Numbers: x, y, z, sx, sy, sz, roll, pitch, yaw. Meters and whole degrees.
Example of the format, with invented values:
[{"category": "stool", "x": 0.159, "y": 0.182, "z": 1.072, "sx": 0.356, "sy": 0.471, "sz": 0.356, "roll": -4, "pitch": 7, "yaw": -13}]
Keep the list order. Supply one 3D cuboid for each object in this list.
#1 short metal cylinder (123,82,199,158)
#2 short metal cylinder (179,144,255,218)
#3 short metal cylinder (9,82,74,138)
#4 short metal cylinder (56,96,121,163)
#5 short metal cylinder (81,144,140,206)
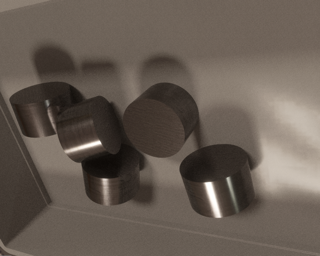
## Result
[{"category": "short metal cylinder", "x": 0.002, "y": -0.010, "z": 0.384, "sx": 0.080, "sy": 0.050, "sz": 0.079, "roll": 13, "pitch": 124, "yaw": 20}, {"category": "short metal cylinder", "x": 0.069, "y": 0.061, "z": 0.374, "sx": 0.080, "sy": 0.080, "sz": 0.050, "roll": -5, "pitch": 116, "yaw": 30}, {"category": "short metal cylinder", "x": -0.163, "y": -0.028, "z": 0.439, "sx": 0.080, "sy": 0.080, "sz": 0.050, "roll": 6, "pitch": 121, "yaw": 25}, {"category": "short metal cylinder", "x": -0.092, "y": 0.002, "z": 0.414, "sx": 0.050, "sy": 0.080, "sz": 0.080, "roll": -15, "pitch": 112, "yaw": 14}, {"category": "short metal cylinder", "x": -0.070, "y": 0.065, "z": 0.448, "sx": 0.080, "sy": 0.080, "sz": 0.050, "roll": 15, "pitch": 125, "yaw": 19}]
